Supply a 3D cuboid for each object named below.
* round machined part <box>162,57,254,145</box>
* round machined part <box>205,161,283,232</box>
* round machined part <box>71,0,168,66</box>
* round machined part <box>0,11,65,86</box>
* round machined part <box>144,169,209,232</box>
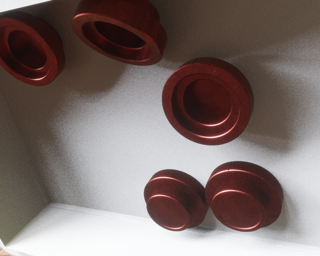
[{"bbox_3d":[0.055,-0.033,0.348,0.098,0.042,0.097,13,124,20],"label":"round machined part"},{"bbox_3d":[0.105,0.094,0.400,0.098,0.042,0.097,13,124,20],"label":"round machined part"},{"bbox_3d":[-0.038,-0.108,0.328,0.098,0.042,0.098,17,168,4],"label":"round machined part"},{"bbox_3d":[-0.170,-0.107,0.410,0.098,0.042,0.097,12,135,13],"label":"round machined part"},{"bbox_3d":[0.020,0.113,0.456,0.098,0.042,0.097,13,124,20],"label":"round machined part"}]
